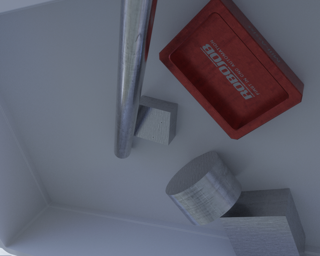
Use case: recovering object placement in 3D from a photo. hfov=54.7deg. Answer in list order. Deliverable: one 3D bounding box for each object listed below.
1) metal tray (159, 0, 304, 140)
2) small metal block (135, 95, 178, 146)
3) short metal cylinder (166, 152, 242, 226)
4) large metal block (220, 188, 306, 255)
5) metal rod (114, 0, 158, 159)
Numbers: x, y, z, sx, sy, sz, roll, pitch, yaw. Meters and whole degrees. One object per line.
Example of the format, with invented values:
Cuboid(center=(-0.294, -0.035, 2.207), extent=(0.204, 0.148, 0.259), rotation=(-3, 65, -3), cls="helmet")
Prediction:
Cuboid(center=(0.074, -0.060, 0.328), extent=(0.130, 0.030, 0.090), rotation=(47, 129, -6), cls="metal tray")
Cuboid(center=(-0.006, -0.010, 0.404), extent=(0.050, 0.025, 0.050), rotation=(15, 125, 19), cls="small metal block")
Cuboid(center=(0.054, 0.075, 0.390), extent=(0.080, 0.080, 0.050), rotation=(-32, 101, 38), cls="short metal cylinder")
Cuboid(center=(0.134, 0.128, 0.401), extent=(0.080, 0.050, 0.080), rotation=(-12, 112, 33), cls="large metal block")
Cuboid(center=(-0.034, -0.032, 0.328), extent=(0.025, 0.025, 0.299), rotation=(32, 153, 7), cls="metal rod")
